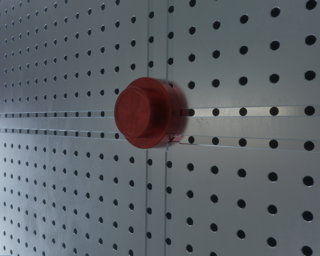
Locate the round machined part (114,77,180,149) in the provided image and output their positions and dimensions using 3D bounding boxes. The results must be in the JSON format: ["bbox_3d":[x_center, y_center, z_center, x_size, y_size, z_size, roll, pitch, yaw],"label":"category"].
[{"bbox_3d":[-0.024,-0.020,0.419,0.098,0.042,0.097,0,90,40],"label":"round machined part"}]
